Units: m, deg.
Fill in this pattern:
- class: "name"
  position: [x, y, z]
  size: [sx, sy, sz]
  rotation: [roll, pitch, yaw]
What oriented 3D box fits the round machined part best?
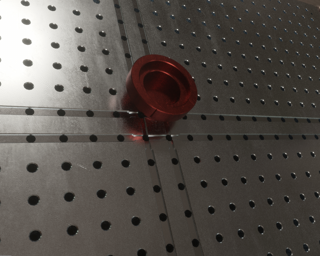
- class: "round machined part"
  position: [-0.001, -0.050, 0.429]
  size: [0.099, 0.042, 0.098]
  rotation: [14, 56, -21]
